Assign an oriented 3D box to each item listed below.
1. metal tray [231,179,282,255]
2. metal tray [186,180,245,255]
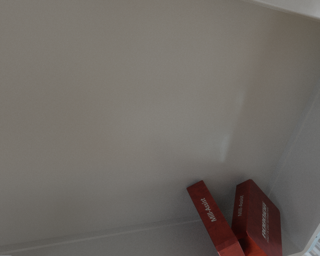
[{"bbox_3d":[0.161,0.158,0.510,0.030,0.130,0.090,-36,103,32],"label":"metal tray"},{"bbox_3d":[0.088,0.152,0.474,0.030,0.130,0.090,-28,122,0],"label":"metal tray"}]
